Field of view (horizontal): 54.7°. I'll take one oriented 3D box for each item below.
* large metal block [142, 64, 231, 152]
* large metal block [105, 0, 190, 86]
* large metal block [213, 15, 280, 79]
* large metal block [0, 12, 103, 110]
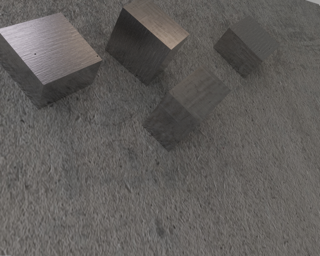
[{"bbox_3d":[0.034,-0.025,0.402,0.050,0.080,0.080,45,51,3],"label":"large metal block"},{"bbox_3d":[-0.020,-0.119,0.430,0.080,0.080,0.050,42,51,0],"label":"large metal block"},{"bbox_3d":[0.158,-0.148,0.563,0.080,0.050,0.080,47,51,4],"label":"large metal block"},{"bbox_3d":[-0.130,-0.081,0.367,0.080,0.050,0.081,49,51,6],"label":"large metal block"}]
